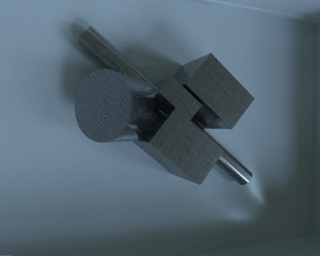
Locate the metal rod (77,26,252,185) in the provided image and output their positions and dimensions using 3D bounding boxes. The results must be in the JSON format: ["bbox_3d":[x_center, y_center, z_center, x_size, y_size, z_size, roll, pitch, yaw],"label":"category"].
[{"bbox_3d":[0.017,-0.020,0.417,0.300,0.025,0.025,41,77,-16],"label":"metal rod"}]

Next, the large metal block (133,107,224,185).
[{"bbox_3d":[0.018,0.021,0.388,0.080,0.080,0.050,41,77,-16],"label":"large metal block"}]

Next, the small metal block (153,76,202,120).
[{"bbox_3d":[0.016,-0.034,0.378,0.050,0.050,0.025,43,77,-16],"label":"small metal block"}]

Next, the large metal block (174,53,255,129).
[{"bbox_3d":[0.059,-0.044,0.404,0.080,0.080,0.050,42,77,-16],"label":"large metal block"}]

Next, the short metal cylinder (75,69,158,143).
[{"bbox_3d":[-0.050,-0.024,0.356,0.050,0.080,0.079,1,90,-60],"label":"short metal cylinder"}]
